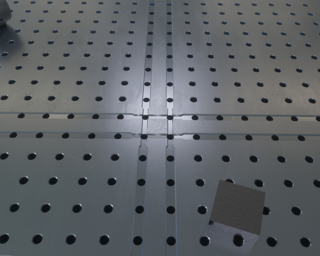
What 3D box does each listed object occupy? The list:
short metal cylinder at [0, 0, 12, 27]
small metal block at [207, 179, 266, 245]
[{"bbox_3d":[-0.315,-0.213,0.549,0.080,0.080,0.050,25,54,19],"label":"short metal cylinder"},{"bbox_3d":[0.082,0.089,0.333,0.050,0.025,0.050,15,51,12],"label":"small metal block"}]
